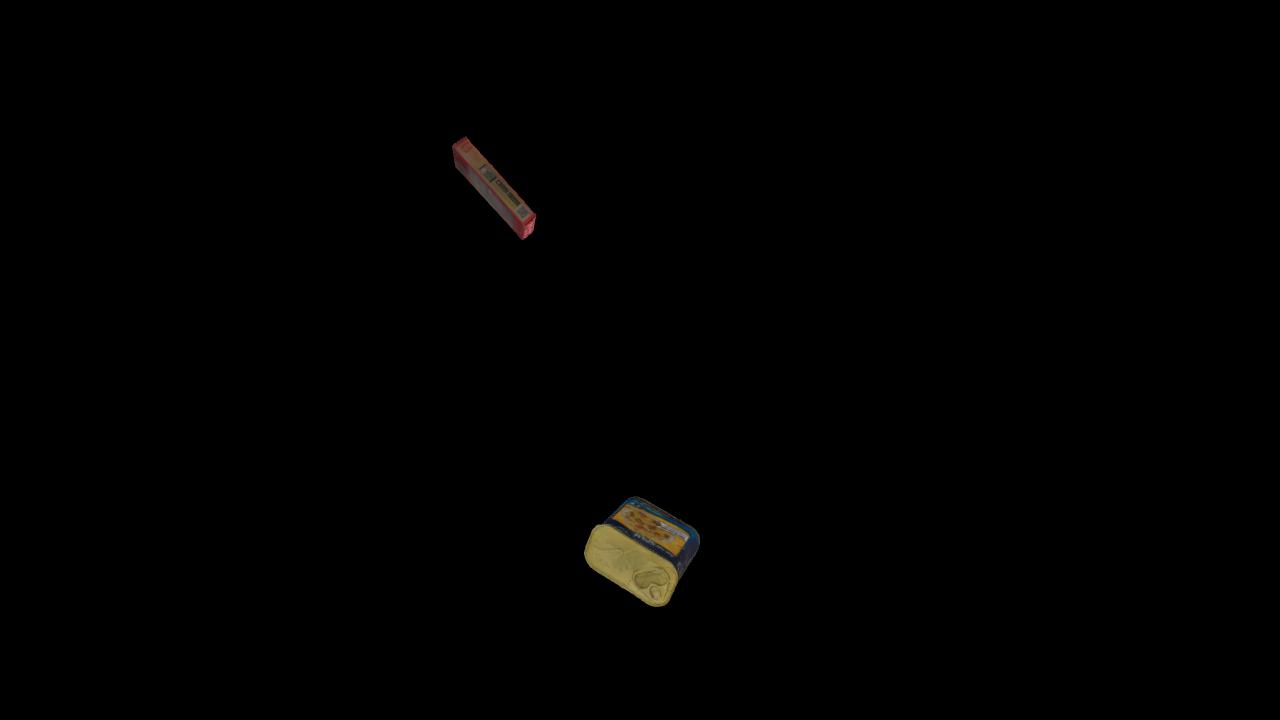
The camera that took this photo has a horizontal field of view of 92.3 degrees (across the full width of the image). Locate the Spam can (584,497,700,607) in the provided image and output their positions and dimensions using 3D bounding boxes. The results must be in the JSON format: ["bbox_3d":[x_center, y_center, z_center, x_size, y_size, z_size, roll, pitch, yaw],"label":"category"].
[{"bbox_3d":[0.005,0.199,0.658,0.101,0.058,0.085,28,21,15],"label":"Spam can"}]

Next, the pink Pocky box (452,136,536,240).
[{"bbox_3d":[-0.220,-0.257,0.933,0.029,0.155,0.084,-43,6,-12],"label":"pink Pocky box"}]
